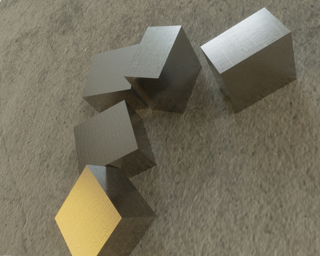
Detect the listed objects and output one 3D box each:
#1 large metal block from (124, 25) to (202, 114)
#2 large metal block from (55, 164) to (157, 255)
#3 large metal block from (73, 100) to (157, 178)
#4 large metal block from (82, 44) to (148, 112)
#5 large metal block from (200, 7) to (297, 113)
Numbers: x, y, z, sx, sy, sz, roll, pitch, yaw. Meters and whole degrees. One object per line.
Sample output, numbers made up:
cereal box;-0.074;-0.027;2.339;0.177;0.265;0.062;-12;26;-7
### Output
large metal block;0.008;-0.076;0.410;0.050;0.080;0.080;9;66;32
large metal block;-0.062;0.099;0.342;0.080;0.050;0.080;45;109;38
large metal block;-0.060;0.023;0.404;0.080;0.050;0.080;-27;52;10
large metal block;-0.059;-0.071;0.461;0.080;0.050;0.080;-6;59;25
large metal block;0.105;-0.075;0.359;0.080;0.080;0.050;-31;52;8
